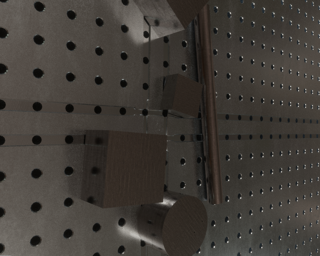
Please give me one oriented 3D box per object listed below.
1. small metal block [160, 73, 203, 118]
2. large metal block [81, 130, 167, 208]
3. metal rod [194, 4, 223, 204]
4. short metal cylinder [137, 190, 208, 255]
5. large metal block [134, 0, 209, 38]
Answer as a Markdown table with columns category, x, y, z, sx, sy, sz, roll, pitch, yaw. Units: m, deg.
| category | x | y | z | sx | sy | sz | roll | pitch | yaw |
| --- | --- | --- | --- | --- | --- | --- | --- | --- | --- |
| small metal block | 0.031 | -0.044 | 0.437 | 0.050 | 0.025 | 0.050 | 16 | 80 | -39 |
| large metal block | -0.041 | 0.045 | 0.361 | 0.081 | 0.050 | 0.080 | 6 | 86 | -40 |
| metal rod | 0.074 | -0.033 | 0.473 | 0.025 | 0.025 | 0.298 | -8 | 96 | -40 |
| short metal cylinder | 0.017 | 0.126 | 0.410 | 0.081 | 0.050 | 0.079 | 0 | 90 | -40 |
| large metal block | 0.014 | -0.180 | 0.406 | 0.080 | 0.050 | 0.080 | 51 | 60 | -28 |
